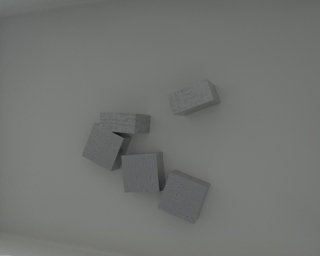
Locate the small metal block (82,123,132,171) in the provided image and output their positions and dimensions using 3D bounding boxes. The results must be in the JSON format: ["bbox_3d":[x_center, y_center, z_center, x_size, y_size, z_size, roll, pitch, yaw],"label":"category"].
[{"bbox_3d":[-0.075,0.026,0.437,0.050,0.025,0.050,25,98,18],"label":"small metal block"}]

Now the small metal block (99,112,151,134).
[{"bbox_3d":[-0.046,-0.007,0.413,0.050,0.050,0.025,4,91,20],"label":"small metal block"}]

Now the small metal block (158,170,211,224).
[{"bbox_3d":[0.031,0.087,0.399,0.050,0.025,0.050,20,97,18],"label":"small metal block"}]

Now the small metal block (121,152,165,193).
[{"bbox_3d":[-0.022,0.059,0.418,0.050,0.025,0.050,-5,88,20],"label":"small metal block"}]

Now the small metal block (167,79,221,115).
[{"bbox_3d":[0.043,-0.036,0.382,0.050,0.050,0.025,-20,84,19],"label":"small metal block"}]
